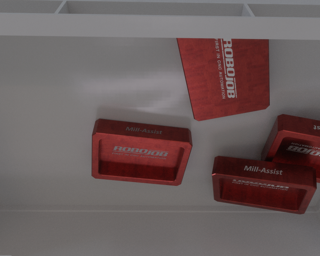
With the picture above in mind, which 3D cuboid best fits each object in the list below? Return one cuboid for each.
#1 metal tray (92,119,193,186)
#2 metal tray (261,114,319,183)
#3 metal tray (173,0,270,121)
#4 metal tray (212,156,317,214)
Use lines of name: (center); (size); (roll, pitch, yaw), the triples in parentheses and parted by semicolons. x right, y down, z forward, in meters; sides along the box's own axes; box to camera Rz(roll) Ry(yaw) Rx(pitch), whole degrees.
metal tray: (-0.028, 0.037, 0.436); (0.131, 0.030, 0.089); (6, 130, -6)
metal tray: (0.210, 0.033, 0.408); (0.131, 0.030, 0.089); (11, 139, 8)
metal tray: (0.072, -0.072, 0.345); (0.090, 0.030, 0.129); (-11, 130, 8)
metal tray: (0.143, 0.082, 0.442); (0.130, 0.030, 0.090); (5, 144, 16)
